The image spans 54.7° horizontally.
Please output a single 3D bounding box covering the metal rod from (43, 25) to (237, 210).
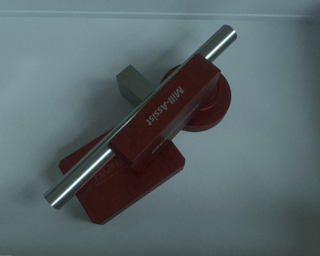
[{"bbox_3d":[-0.016,-0.020,0.374,0.025,0.025,0.301,43,79,13],"label":"metal rod"}]

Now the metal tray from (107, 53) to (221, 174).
[{"bbox_3d":[0.007,-0.011,0.337,0.030,0.090,0.130,42,82,11],"label":"metal tray"}]

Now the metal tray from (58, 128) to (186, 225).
[{"bbox_3d":[-0.046,0.047,0.388,0.131,0.030,0.090,-33,74,-12],"label":"metal tray"}]

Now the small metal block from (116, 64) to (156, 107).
[{"bbox_3d":[-0.029,-0.049,0.412,0.025,0.050,0.050,-43,76,-14],"label":"small metal block"}]

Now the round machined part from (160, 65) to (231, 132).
[{"bbox_3d":[0.047,-0.047,0.416,0.099,0.042,0.098,0,70,-1],"label":"round machined part"}]
